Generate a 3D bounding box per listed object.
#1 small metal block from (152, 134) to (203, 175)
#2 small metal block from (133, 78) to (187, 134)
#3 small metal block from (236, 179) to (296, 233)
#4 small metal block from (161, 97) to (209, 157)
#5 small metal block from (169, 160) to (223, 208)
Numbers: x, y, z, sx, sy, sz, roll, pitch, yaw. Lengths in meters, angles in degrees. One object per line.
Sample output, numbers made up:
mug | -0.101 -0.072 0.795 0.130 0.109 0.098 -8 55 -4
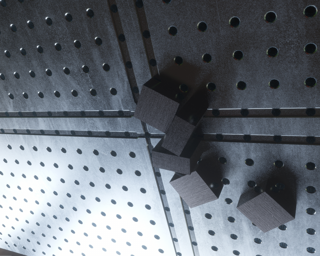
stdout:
small metal block | 0.024 0.031 0.401 0.050 0.050 0.025 10 123 22
small metal block | -0.001 -0.028 0.393 0.050 0.025 0.050 28 128 10
small metal block | 0.138 0.102 0.401 0.050 0.025 0.050 42 129 -2
small metal block | 0.031 -0.002 0.377 0.025 0.050 0.050 30 128 8
small metal block | 0.050 0.079 0.433 0.050 0.025 0.050 -32 101 38
